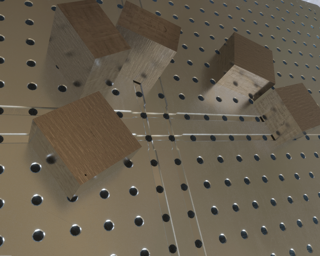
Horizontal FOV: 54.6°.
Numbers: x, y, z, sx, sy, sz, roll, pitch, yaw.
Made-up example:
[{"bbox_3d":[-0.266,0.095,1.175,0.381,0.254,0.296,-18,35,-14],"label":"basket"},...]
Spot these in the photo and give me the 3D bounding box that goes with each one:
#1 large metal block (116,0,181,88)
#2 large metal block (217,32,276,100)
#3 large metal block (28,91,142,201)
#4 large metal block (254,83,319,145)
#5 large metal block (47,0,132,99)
[{"bbox_3d":[-0.028,-0.111,0.425,0.080,0.080,0.050,21,54,-16],"label":"large metal block"},{"bbox_3d":[0.147,-0.106,0.535,0.080,0.050,0.080,21,54,-16],"label":"large metal block"},{"bbox_3d":[-0.082,0.017,0.337,0.081,0.050,0.080,-32,79,-38],"label":"large metal block"},{"bbox_3d":[0.223,-0.025,0.526,0.081,0.050,0.080,-14,69,-34],"label":"large metal block"},{"bbox_3d":[-0.090,-0.096,0.382,0.050,0.080,0.080,-28,77,-37],"label":"large metal block"}]
